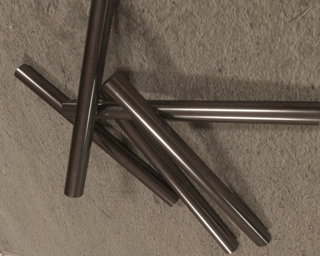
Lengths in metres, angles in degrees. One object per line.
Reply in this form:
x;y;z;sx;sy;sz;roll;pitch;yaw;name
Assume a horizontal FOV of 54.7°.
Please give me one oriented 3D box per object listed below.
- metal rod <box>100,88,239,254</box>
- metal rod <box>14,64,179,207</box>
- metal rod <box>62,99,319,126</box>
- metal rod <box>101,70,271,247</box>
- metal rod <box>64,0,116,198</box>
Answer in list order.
0.013;0.061;0.436;0.025;0.025;0.300;-32;101;38;metal rod
-0.091;0.011;0.459;0.300;0.025;0.025;40;129;0;metal rod
0.019;-0.020;0.363;0.301;0.025;0.025;2;120;19;metal rod
0.044;0.050;0.377;0.025;0.025;0.300;-28;115;37;metal rod
-0.081;-0.052;0.363;0.025;0.025;0.298;19;109;16;metal rod
